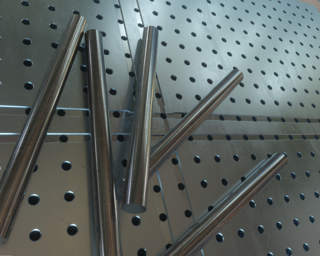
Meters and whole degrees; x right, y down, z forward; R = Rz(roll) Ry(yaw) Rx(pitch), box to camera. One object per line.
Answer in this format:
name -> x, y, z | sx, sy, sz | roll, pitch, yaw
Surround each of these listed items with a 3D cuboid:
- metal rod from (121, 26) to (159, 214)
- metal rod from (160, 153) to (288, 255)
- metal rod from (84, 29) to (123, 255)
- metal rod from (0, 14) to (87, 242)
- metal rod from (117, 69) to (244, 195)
metal rod -> -0.020, -0.036, 0.401 | 0.025, 0.025, 0.300 | 18, 49, -18
metal rod -> 0.081, 0.106, 0.388 | 0.302, 0.025, 0.025 | -28, 78, -38
metal rod -> -0.071, 0.001, 0.370 | 0.025, 0.025, 0.299 | 5, 60, -26
metal rod -> -0.131, -0.027, 0.354 | 0.025, 0.025, 0.300 | 19, 54, -17
metal rod -> 0.047, -0.012, 0.442 | 0.025, 0.025, 0.302 | 45, 51, 3
